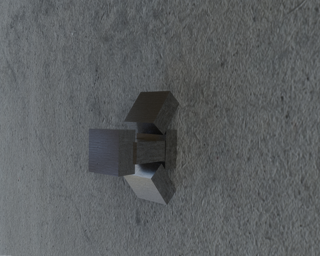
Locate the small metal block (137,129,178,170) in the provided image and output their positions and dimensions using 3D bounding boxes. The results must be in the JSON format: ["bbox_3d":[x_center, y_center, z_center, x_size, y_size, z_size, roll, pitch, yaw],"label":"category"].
[{"bbox_3d":[-0.004,0.026,0.409,0.050,0.025,0.050,3,92,39],"label":"small metal block"}]

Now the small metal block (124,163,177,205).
[{"bbox_3d":[-0.014,0.069,0.400,0.050,0.025,0.050,3,133,39],"label":"small metal block"}]

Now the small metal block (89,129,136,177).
[{"bbox_3d":[-0.055,0.026,0.352,0.050,0.025,0.050,1,91,39],"label":"small metal block"}]

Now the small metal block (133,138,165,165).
[{"bbox_3d":[-0.029,0.027,0.379,0.050,0.050,0.025,3,92,39],"label":"small metal block"}]

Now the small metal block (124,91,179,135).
[{"bbox_3d":[-0.011,-0.020,0.398,0.050,0.025,0.050,4,56,40],"label":"small metal block"}]
